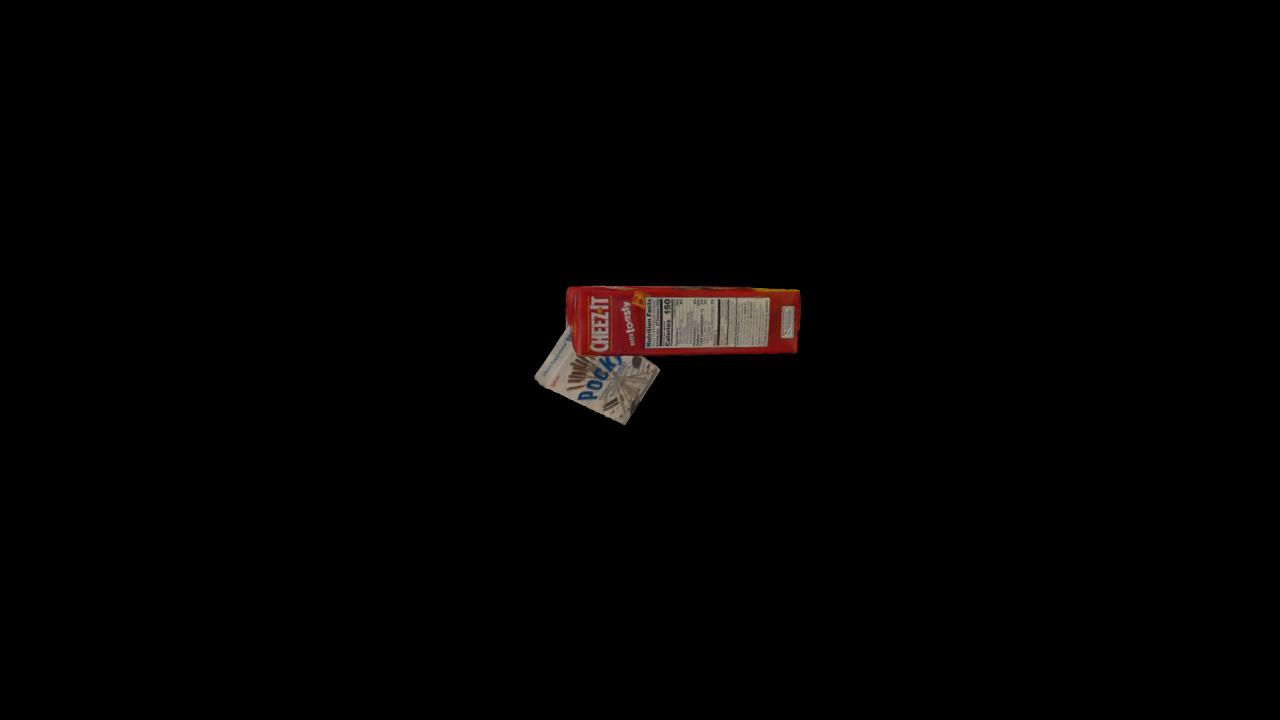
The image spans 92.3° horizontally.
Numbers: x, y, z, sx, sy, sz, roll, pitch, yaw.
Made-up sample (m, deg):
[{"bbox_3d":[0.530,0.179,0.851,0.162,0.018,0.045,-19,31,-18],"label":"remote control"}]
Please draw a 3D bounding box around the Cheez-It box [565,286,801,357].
[{"bbox_3d":[0.035,-0.045,0.662,0.223,0.071,0.166,0,7,-11],"label":"Cheez-It box"}]

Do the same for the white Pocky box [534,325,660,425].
[{"bbox_3d":[-0.043,0.015,0.694,0.028,0.084,0.154,34,1,38],"label":"white Pocky box"}]
